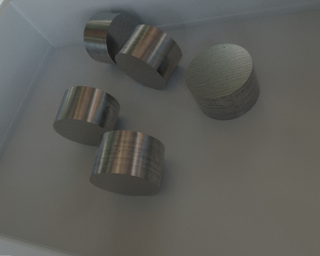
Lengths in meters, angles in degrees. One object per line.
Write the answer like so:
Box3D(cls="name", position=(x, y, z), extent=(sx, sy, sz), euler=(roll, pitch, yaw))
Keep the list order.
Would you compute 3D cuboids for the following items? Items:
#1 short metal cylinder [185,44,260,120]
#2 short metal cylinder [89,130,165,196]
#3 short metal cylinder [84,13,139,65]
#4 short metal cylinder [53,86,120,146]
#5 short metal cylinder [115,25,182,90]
Box3D(cls="short metal cylinder", position=(0.078, -0.056, 0.383), extent=(0.080, 0.050, 0.080), euler=(-13, 56, 20))
Box3D(cls="short metal cylinder", position=(-0.037, 0.043, 0.362), extent=(0.080, 0.080, 0.050), euler=(-6, 59, 24))
Box3D(cls="short metal cylinder", position=(-0.073, -0.142, 0.494), extent=(0.050, 0.080, 0.080), euler=(17, 70, 34))
Box3D(cls="short metal cylinder", position=(-0.100, -0.015, 0.430), extent=(0.080, 0.080, 0.050), euler=(-5, 60, 25))
Box3D(cls="short metal cylinder", position=(-0.016, -0.098, 0.438), extent=(0.080, 0.080, 0.050), euler=(19, 72, 35))
